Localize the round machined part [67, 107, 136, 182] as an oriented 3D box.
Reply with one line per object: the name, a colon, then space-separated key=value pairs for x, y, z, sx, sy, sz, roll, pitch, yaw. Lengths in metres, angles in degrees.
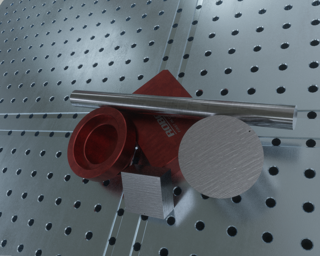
round machined part: x=-0.072 y=0.024 z=0.412 sx=0.098 sy=0.042 sz=0.098 roll=-14 pitch=61 yaw=27

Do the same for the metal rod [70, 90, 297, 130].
metal rod: x=0.005 y=-0.027 z=0.381 sx=0.300 sy=0.025 sz=0.025 roll=7 pitch=65 yaw=31

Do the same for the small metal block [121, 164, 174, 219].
small metal block: x=-0.014 y=0.071 z=0.353 sx=0.050 sy=0.025 sz=0.050 roll=3 pitch=106 yaw=28

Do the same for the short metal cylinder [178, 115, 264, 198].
short metal cylinder: x=0.062 y=0.030 z=0.320 sx=0.080 sy=0.050 sz=0.080 roll=-2 pitch=81 yaw=11

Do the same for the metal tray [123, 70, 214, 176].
metal tray: x=0.007 y=-0.010 z=0.407 sx=0.090 sy=0.030 sz=0.130 roll=-37 pitch=51 yaw=3
